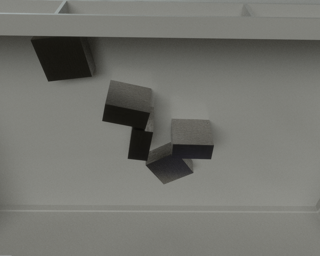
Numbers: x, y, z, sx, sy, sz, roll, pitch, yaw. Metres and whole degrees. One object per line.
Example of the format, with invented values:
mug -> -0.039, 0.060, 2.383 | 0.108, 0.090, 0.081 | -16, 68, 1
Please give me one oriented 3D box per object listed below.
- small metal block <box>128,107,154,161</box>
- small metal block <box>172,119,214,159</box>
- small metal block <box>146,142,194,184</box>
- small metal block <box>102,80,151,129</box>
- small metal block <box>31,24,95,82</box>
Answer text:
small metal block -> -0.024, 0.006, 0.397 | 0.025, 0.050, 0.050 | 7, 130, -6
small metal block -> 0.040, 0.014, 0.405 | 0.050, 0.050, 0.025 | 2, 130, -2
small metal block -> 0.014, 0.051, 0.452 | 0.050, 0.025, 0.050 | -25, 126, 19
small metal block -> -0.038, -0.028, 0.368 | 0.050, 0.050, 0.025 | 11, 129, -9
small metal block -> -0.104, -0.081, 0.339 | 0.050, 0.025, 0.050 | -6, 130, 4
